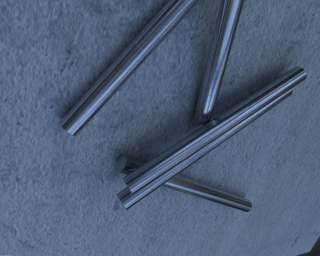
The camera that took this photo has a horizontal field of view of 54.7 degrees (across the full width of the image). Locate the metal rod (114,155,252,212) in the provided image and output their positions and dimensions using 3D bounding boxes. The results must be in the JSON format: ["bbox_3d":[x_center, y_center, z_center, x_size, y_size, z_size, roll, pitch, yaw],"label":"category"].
[{"bbox_3d":[0.056,0.098,0.499,0.302,0.025,0.025,25,105,-37],"label":"metal rod"}]

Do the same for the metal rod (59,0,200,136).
[{"bbox_3d":[-0.002,-0.108,0.339,0.300,0.025,0.025,-47,130,4],"label":"metal rod"}]

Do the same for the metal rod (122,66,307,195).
[{"bbox_3d":[0.083,-0.004,0.421,0.302,0.025,0.025,-32,129,-15],"label":"metal rod"}]

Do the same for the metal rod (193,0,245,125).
[{"bbox_3d":[0.078,-0.130,0.346,0.025,0.025,0.298,-10,130,-24],"label":"metal rod"}]

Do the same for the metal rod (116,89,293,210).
[{"bbox_3d":[0.073,0.018,0.439,0.302,0.025,0.025,-33,129,-15],"label":"metal rod"}]
